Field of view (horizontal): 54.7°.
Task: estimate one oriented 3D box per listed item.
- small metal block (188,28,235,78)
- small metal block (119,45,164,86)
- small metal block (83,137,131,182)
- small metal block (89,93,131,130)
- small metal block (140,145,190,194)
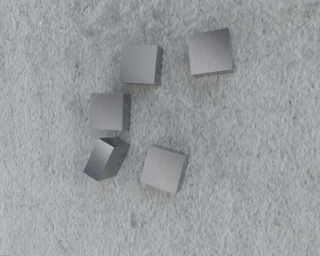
[{"bbox_3d":[0.064,-0.092,0.386,0.050,0.025,0.050,-5,88,19],"label":"small metal block"},{"bbox_3d":[-0.025,-0.084,0.417,0.050,0.025,0.050,5,92,19],"label":"small metal block"},{"bbox_3d":[-0.071,0.041,0.419,0.025,0.050,0.050,28,99,17],"label":"small metal block"},{"bbox_3d":[-0.069,-0.023,0.432,0.050,0.025,0.050,2,91,19],"label":"small metal block"},{"bbox_3d":[0.007,0.053,0.406,0.050,0.025,0.050,16,95,19],"label":"small metal block"}]
